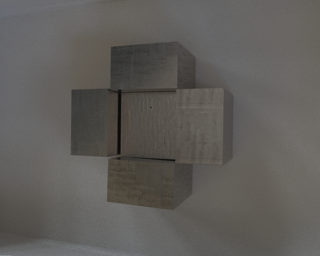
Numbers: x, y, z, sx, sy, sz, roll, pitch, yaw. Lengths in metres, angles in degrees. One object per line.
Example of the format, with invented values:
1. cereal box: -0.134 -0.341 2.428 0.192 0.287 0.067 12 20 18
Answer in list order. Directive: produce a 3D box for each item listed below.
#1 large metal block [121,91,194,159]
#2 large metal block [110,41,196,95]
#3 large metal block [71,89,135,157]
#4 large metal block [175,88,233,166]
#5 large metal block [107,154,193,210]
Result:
1. large metal block: -0.002 -0.004 0.395 0.080 0.050 0.080 1 90 20
2. large metal block: -0.005 -0.068 0.381 0.080 0.080 0.050 1 91 20
3. large metal block: -0.070 -0.007 0.405 0.050 0.080 0.080 1 90 20
4. large metal block: 0.054 -0.002 0.361 0.050 0.080 0.080 1 90 20
5. large metal block: -0.009 0.062 0.383 0.080 0.080 0.050 2 91 20
